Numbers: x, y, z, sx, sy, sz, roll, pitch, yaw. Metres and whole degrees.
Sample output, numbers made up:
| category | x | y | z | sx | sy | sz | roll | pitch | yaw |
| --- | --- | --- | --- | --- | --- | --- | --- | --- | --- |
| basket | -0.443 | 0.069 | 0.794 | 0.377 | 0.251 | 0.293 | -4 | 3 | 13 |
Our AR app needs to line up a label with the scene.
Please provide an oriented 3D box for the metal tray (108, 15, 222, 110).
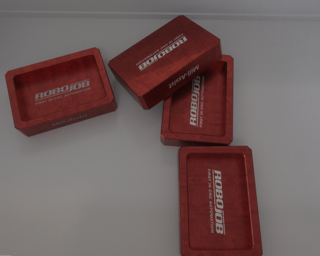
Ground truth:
| category | x | y | z | sx | sy | sz | roll | pitch | yaw |
| --- | --- | --- | --- | --- | --- | --- | --- | --- | --- |
| metal tray | 0.007 | -0.092 | 0.420 | 0.130 | 0.030 | 0.090 | -36 | 53 | -9 |

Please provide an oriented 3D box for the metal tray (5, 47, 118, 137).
| category | x | y | z | sx | sy | sz | roll | pitch | yaw |
| --- | --- | --- | --- | --- | --- | --- | --- | --- | --- |
| metal tray | -0.134 | -0.050 | 0.424 | 0.131 | 0.030 | 0.090 | -17 | 71 | -7 |

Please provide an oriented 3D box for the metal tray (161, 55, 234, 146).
| category | x | y | z | sx | sy | sz | roll | pitch | yaw |
| --- | --- | --- | --- | --- | --- | --- | --- | --- | --- |
| metal tray | 0.051 | -0.039 | 0.421 | 0.091 | 0.030 | 0.130 | 5 | 70 | 1 |

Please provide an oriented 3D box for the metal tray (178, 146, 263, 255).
| category | x | y | z | sx | sy | sz | roll | pitch | yaw |
| --- | --- | --- | --- | --- | --- | --- | --- | --- | --- |
| metal tray | 0.068 | 0.088 | 0.375 | 0.091 | 0.030 | 0.130 | 0 | 70 | 0 |
